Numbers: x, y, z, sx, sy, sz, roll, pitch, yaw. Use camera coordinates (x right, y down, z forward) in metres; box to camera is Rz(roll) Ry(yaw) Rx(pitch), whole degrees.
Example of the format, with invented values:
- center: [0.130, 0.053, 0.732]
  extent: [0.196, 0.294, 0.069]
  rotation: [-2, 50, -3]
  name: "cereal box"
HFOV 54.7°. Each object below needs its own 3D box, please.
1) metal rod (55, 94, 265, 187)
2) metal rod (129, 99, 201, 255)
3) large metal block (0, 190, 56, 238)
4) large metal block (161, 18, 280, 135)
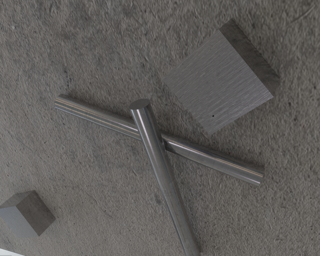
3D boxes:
- center: [-0.012, 0.011, 0.419]
  extent: [0.301, 0.025, 0.025]
  rotation: [20, 126, 16]
  name: "metal rod"
- center: [0.016, 0.094, 0.434]
  extent: [0.025, 0.025, 0.298]
  rotation: [0, 126, 28]
  name: "metal rod"
- center: [-0.282, 0.182, 0.652]
  extent: [0.080, 0.050, 0.080]
  rotation: [-17, 110, 35]
  name: "large metal block"
- center: [0.064, -0.052, 0.325]
  extent: [0.080, 0.050, 0.080]
  rotation: [49, 129, -7]
  name: "large metal block"
